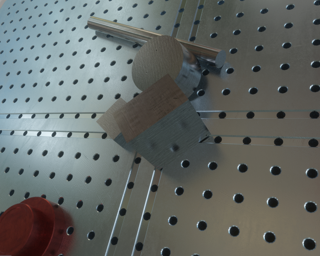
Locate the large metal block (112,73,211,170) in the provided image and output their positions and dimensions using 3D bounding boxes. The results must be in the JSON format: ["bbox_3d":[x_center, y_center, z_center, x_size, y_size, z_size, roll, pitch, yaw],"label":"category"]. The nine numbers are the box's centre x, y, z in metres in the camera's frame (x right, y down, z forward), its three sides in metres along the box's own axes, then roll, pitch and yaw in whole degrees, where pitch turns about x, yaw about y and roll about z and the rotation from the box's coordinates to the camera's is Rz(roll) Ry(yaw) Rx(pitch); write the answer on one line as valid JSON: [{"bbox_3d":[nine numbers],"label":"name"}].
[{"bbox_3d":[0.004,-0.005,0.374,0.080,0.080,0.050,-36,51,5],"label":"large metal block"}]

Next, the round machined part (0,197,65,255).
[{"bbox_3d":[-0.179,0.138,0.407,0.098,0.042,0.098,-13,56,21],"label":"round machined part"}]

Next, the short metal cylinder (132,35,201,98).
[{"bbox_3d":[0.009,-0.078,0.422,0.080,0.050,0.080,-9,72,31],"label":"short metal cylinder"}]

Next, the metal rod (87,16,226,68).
[{"bbox_3d":[-0.024,-0.149,0.512,0.300,0.025,0.025,27,77,37],"label":"metal rod"}]

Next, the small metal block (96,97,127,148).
[{"bbox_3d":[-0.055,-0.009,0.442,0.050,0.025,0.050,-46,51,-4],"label":"small metal block"}]
